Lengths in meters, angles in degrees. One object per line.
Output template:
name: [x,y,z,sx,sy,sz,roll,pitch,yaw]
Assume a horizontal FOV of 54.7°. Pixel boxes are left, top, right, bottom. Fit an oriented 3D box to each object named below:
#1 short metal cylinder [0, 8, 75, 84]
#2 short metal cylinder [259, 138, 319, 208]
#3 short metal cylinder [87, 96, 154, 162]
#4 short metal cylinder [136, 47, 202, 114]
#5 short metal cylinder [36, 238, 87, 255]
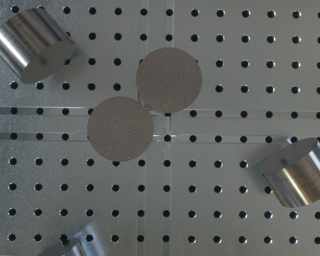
short metal cylinder: [-0.154,-0.100,0.384,0.080,0.080,0.050,-41,91,0]
short metal cylinder: [0.173,0.055,0.388,0.080,0.080,0.050,-34,90,0]
short metal cylinder: [-0.048,0.001,0.400,0.081,0.050,0.079,0,90,-1]
short metal cylinder: [0.011,-0.059,0.401,0.081,0.050,0.079,0,91,-1]
short metal cylinder: [-0.128,0.181,0.384,0.080,0.080,0.050,-25,91,0]
